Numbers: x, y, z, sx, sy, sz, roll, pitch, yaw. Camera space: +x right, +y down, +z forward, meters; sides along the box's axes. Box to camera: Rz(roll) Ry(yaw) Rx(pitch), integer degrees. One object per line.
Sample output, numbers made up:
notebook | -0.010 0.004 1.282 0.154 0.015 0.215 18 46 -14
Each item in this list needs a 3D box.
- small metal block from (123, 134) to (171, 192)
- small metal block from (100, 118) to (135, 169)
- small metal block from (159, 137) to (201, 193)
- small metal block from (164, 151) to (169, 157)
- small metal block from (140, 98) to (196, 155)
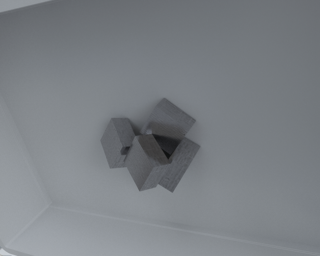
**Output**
small metal block | -0.018 0.044 0.394 0.050 0.025 0.050 57 137 32
small metal block | -0.057 0.021 0.432 0.050 0.025 0.050 -57 47 39
small metal block | 0.024 0.048 0.406 0.025 0.050 0.050 31 128 8
small metal block | -0.014 0.039 0.437 0.050 0.025 0.050 36 129 3
small metal block | 0.009 -0.002 0.399 0.050 0.025 0.050 36 129 3
